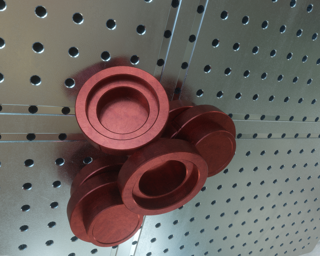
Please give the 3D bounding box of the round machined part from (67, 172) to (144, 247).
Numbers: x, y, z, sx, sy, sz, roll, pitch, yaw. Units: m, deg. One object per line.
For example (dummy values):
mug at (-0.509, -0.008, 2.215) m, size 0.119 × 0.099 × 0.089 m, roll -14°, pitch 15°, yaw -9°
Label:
round machined part at (-0.059, 0.105, 0.377) m, size 0.099 × 0.042 × 0.097 m, roll -14°, pitch 124°, yaw -21°

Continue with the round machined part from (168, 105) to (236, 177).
round machined part at (0.055, 0.023, 0.388) m, size 0.099 × 0.042 × 0.097 m, roll -14°, pitch 124°, yaw -21°

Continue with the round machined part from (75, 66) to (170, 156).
round machined part at (-0.040, -0.016, 0.343) m, size 0.099 × 0.098 × 0.042 m, roll -25°, pitch 163°, yaw -13°

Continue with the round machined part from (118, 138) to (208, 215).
round machined part at (0.000, 0.050, 0.347) m, size 0.099 × 0.042 × 0.097 m, roll -13°, pitch 131°, yaw -15°

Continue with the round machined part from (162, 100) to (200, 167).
round machined part at (0.026, 0.017, 0.397) m, size 0.099 × 0.042 × 0.097 m, roll -14°, pitch 124°, yaw -21°

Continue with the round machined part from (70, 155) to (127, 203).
round machined part at (-0.059, 0.086, 0.393) m, size 0.099 × 0.042 × 0.097 m, roll -14°, pitch 124°, yaw -21°
